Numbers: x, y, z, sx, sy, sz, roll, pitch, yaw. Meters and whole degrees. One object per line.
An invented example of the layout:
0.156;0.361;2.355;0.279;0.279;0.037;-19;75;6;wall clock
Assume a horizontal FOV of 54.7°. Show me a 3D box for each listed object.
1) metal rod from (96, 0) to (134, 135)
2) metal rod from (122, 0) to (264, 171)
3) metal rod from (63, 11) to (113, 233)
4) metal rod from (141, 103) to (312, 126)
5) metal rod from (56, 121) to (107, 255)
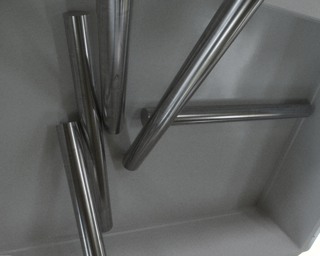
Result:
-0.036;-0.065;0.246;0.025;0.025;0.299;-20;160;-17;metal rod
0.019;-0.035;0.311;0.025;0.025;0.298;-1;147;-29;metal rod
-0.081;0.017;0.375;0.025;0.025;0.298;-14;124;-21;metal rod
0.115;-0.022;0.460;0.303;0.025;0.025;-4;120;-27;metal rod
-0.076;0.141;0.355;0.025;0.025;0.298;-12;91;-22;metal rod
